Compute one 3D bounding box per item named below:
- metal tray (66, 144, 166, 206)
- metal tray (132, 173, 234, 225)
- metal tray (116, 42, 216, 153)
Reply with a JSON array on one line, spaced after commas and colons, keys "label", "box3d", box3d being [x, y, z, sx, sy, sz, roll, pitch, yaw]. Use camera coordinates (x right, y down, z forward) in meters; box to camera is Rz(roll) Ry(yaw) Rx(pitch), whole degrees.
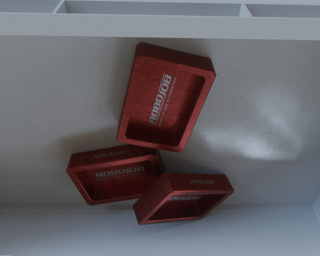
[{"label": "metal tray", "box3d": [-0.060, 0.070, 0.464, 0.131, 0.030, 0.090, -10, 130, 8]}, {"label": "metal tray", "box3d": [0.037, 0.106, 0.464, 0.131, 0.030, 0.089, 8, 134, -38]}, {"label": "metal tray", "box3d": [0.003, -0.031, 0.379, 0.091, 0.030, 0.129, 11, 129, -10]}]
